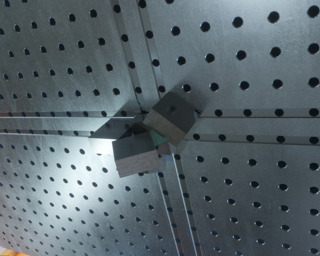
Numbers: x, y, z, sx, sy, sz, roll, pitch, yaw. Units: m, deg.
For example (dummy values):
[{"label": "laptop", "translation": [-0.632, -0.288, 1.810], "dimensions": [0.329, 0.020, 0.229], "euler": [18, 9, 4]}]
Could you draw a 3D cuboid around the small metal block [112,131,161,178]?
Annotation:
[{"label": "small metal block", "translation": [-0.031, 0.032, 0.386], "dimensions": [0.050, 0.050, 0.025], "euler": [-15, 117, -6]}]

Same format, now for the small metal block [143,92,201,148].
[{"label": "small metal block", "translation": [0.015, -0.012, 0.380], "dimensions": [0.050, 0.050, 0.025], "euler": [37, 128, 3]}]

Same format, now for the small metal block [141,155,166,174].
[{"label": "small metal block", "translation": [-0.025, 0.048, 0.435], "dimensions": [0.050, 0.050, 0.025], "euler": [2, 88, 28]}]

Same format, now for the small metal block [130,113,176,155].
[{"label": "small metal block", "translation": [-0.007, 0.008, 0.420], "dimensions": [0.050, 0.025, 0.050], "euler": [1, 119, 27]}]

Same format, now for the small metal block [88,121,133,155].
[{"label": "small metal block", "translation": [-0.064, 0.013, 0.437], "dimensions": [0.050, 0.050, 0.025], "euler": [2, 120, 28]}]
